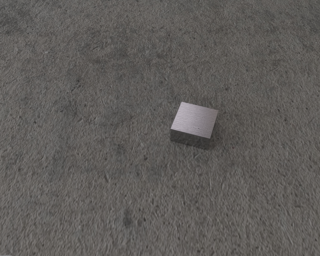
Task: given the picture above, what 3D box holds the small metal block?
[{"bbox_3d":[0.045,-0.003,0.406,0.050,0.025,0.050,14,51,12],"label":"small metal block"}]
